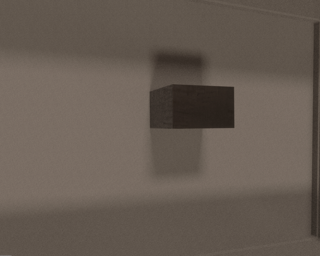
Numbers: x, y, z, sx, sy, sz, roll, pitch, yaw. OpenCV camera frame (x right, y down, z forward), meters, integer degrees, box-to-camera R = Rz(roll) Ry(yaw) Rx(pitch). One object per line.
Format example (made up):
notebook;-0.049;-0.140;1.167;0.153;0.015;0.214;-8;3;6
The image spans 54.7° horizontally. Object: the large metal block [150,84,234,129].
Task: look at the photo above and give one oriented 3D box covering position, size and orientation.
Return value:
large metal block;0.038;-0.025;0.396;0.081;0.080;0.050;-1;91;-20
